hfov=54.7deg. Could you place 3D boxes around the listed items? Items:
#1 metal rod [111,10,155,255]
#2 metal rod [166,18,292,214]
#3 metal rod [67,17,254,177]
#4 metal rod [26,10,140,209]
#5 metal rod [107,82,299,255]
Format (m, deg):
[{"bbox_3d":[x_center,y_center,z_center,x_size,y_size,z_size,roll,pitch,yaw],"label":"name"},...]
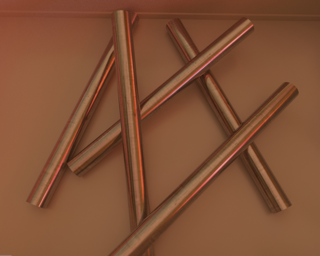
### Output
[{"bbox_3d":[-0.034,0.005,0.372,0.025,0.025,0.298,-6,83,-2],"label":"metal rod"},{"bbox_3d":[0.084,-0.029,0.420,0.025,0.025,0.299,-24,72,-8],"label":"metal rod"},{"bbox_3d":[0.006,-0.044,0.406,0.301,0.025,0.025,-40,75,-6],"label":"metal rod"},{"bbox_3d":[-0.096,-0.038,0.422,0.025,0.025,0.300,20,71,7],"label":"metal rod"},{"bbox_3d":[0.061,0.046,0.363,0.301,0.025,0.025,-42,75,-16],"label":"metal rod"}]
